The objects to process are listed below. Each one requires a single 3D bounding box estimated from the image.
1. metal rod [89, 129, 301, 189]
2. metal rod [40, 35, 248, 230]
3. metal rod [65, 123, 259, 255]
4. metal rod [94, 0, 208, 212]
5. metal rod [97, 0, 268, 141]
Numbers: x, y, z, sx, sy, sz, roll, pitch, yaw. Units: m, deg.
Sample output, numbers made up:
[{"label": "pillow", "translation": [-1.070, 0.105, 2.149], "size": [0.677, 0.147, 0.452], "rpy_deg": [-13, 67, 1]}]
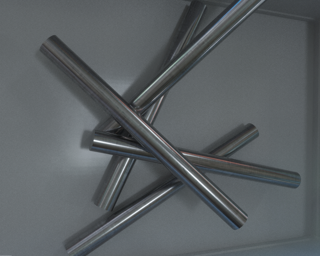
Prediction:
[{"label": "metal rod", "translation": [0.061, 0.046, 0.406], "size": [0.302, 0.025, 0.025], "rpy_deg": [13, 86, -20]}, {"label": "metal rod", "translation": [-0.014, 0.009, 0.355], "size": [0.300, 0.025, 0.025], "rpy_deg": [43, 76, -6]}, {"label": "metal rod", "translation": [0.015, 0.077, 0.417], "size": [0.302, 0.025, 0.025], "rpy_deg": [-31, 101, -18]}, {"label": "metal rod", "translation": [-0.008, -0.035, 0.408], "size": [0.025, 0.025, 0.299], "rpy_deg": [28, 81, -18]}, {"label": "metal rod", "translation": [0.035, -0.083, 0.361], "size": [0.300, 0.025, 0.025], "rpy_deg": [-42, 105, 10]}]
